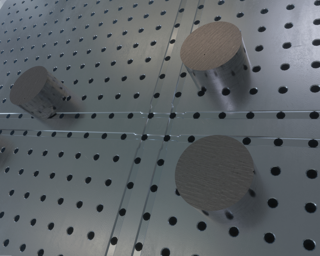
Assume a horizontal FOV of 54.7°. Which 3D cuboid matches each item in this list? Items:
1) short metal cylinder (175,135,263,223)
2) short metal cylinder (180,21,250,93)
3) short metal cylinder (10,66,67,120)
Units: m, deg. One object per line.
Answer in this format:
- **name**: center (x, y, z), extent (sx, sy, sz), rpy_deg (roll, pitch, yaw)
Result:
- **short metal cylinder**: center (0.062, 0.054, 0.326), extent (0.080, 0.050, 0.080), rpy_deg (-13, 56, 21)
- **short metal cylinder**: center (0.073, -0.093, 0.411), extent (0.080, 0.050, 0.080), rpy_deg (-13, 56, 21)
- **short metal cylinder**: center (-0.211, -0.061, 0.541), extent (0.080, 0.050, 0.080), rpy_deg (-13, 56, 21)
